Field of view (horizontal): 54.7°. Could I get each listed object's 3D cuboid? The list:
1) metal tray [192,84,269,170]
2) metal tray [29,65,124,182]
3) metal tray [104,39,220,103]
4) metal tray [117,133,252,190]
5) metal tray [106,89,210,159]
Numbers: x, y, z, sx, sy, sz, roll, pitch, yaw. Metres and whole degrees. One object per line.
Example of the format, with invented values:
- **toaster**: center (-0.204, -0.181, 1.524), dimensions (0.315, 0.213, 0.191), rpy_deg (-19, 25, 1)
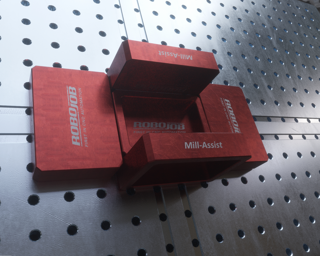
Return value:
- **metal tray**: center (0.098, -0.004, 0.460), dimensions (0.091, 0.030, 0.130), rpy_deg (1, 61, -29)
- **metal tray**: center (-0.099, -0.007, 0.357), dimensions (0.091, 0.030, 0.130), rpy_deg (1, 61, -28)
- **metal tray**: center (0.001, -0.067, 0.409), dimensions (0.131, 0.090, 0.030), rpy_deg (1, 62, -28)
- **metal tray**: center (0.027, 0.039, 0.357), dimensions (0.131, 0.090, 0.030), rpy_deg (1, 62, -28)
- **metal tray**: center (0.002, -0.001, 0.405), dimensions (0.131, 0.030, 0.090), rpy_deg (1, 61, -28)
